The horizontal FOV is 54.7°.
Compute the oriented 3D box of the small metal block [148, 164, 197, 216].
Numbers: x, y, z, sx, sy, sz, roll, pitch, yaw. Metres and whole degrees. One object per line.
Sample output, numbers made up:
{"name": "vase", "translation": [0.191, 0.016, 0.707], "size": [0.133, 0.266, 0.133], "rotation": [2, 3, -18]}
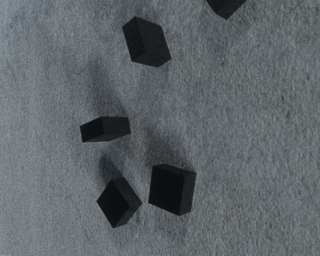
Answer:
{"name": "small metal block", "translation": [0.015, 0.076, 0.391], "size": [0.050, 0.025, 0.050], "rotation": [12, 98, 39]}

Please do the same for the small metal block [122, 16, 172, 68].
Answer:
{"name": "small metal block", "translation": [-0.017, -0.110, 0.400], "size": [0.025, 0.050, 0.050], "rotation": [-26, 74, 37]}

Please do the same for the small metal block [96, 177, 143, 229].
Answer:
{"name": "small metal block", "translation": [-0.060, 0.109, 0.452], "size": [0.050, 0.025, 0.050], "rotation": [50, 119, 28]}

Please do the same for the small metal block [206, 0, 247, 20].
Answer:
{"name": "small metal block", "translation": [0.074, -0.159, 0.343], "size": [0.050, 0.025, 0.050], "rotation": [-41, 65, 32]}

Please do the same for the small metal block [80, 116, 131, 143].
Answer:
{"name": "small metal block", "translation": [-0.079, 0.003, 0.452], "size": [0.050, 0.050, 0.025], "rotation": [-19, 78, 38]}
